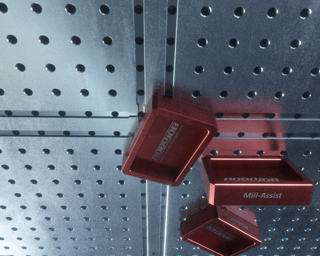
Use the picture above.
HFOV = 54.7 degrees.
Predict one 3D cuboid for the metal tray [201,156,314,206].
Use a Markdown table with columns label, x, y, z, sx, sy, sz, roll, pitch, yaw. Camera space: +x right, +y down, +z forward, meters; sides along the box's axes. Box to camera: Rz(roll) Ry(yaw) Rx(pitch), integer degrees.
| label | x | y | z | sx | sy | sz | roll | pitch | yaw |
| --- | --- | --- | --- | --- | --- | --- | --- | --- | --- |
| metal tray | 0.127 | 0.070 | 0.428 | 0.131 | 0.090 | 0.030 | 0 | 107 | -1 |

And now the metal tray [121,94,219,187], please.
| label | x | y | z | sx | sy | sz | roll | pitch | yaw |
| --- | --- | --- | --- | --- | --- | --- | --- | --- | --- |
| metal tray | 0.009 | 0.023 | 0.427 | 0.091 | 0.030 | 0.129 | 17 | 128 | -15 |

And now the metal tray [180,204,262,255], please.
| label | x | y | z | sx | sy | sz | roll | pitch | yaw |
| --- | --- | --- | --- | --- | --- | --- | --- | --- | --- |
| metal tray | 0.113 | 0.197 | 0.578 | 0.130 | 0.030 | 0.090 | 34 | 122 | -26 |
